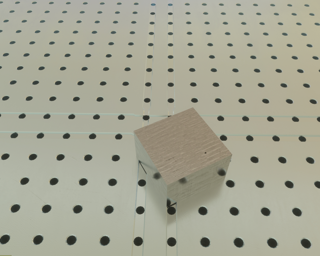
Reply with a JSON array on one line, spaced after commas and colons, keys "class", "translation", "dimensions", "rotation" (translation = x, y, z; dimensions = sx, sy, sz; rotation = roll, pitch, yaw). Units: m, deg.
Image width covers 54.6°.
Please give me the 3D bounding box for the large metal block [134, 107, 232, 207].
[{"class": "large metal block", "translation": [0.024, 0.032, 0.365], "dimensions": [0.081, 0.050, 0.080], "rotation": [-22, 54, -18]}]
